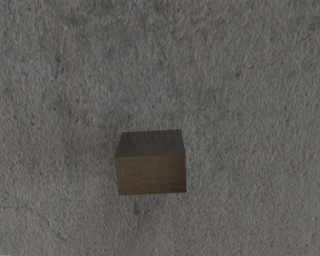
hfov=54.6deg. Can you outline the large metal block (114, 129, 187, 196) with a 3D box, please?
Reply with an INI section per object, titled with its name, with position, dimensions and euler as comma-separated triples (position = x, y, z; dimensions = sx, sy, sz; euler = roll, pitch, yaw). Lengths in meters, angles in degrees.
[large metal block]
position = -0.010, 0.041, 0.395
dimensions = 0.080, 0.080, 0.050
euler = -3, 110, 1
